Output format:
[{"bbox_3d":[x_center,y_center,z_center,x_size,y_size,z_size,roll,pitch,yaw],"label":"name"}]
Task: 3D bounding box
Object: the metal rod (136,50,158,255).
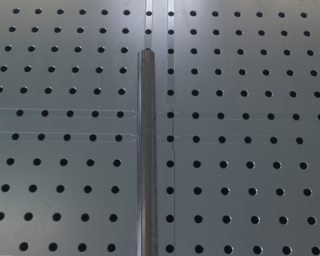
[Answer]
[{"bbox_3d":[-0.017,0.034,0.399,0.025,0.025,0.299,-1,70,0],"label":"metal rod"}]
